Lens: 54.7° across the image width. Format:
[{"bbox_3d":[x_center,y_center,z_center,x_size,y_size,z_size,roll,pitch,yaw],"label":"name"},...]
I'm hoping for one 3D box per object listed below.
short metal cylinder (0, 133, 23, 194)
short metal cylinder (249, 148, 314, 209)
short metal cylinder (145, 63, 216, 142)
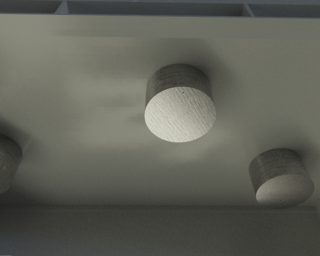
[{"bbox_3d":[-0.242,0.049,0.432,0.081,0.050,0.079,0,130,0],"label":"short metal cylinder"},{"bbox_3d":[0.177,0.076,0.459,0.081,0.050,0.079,0,130,0],"label":"short metal cylinder"},{"bbox_3d":[0.023,-0.029,0.368,0.081,0.050,0.079,0,130,0],"label":"short metal cylinder"}]
